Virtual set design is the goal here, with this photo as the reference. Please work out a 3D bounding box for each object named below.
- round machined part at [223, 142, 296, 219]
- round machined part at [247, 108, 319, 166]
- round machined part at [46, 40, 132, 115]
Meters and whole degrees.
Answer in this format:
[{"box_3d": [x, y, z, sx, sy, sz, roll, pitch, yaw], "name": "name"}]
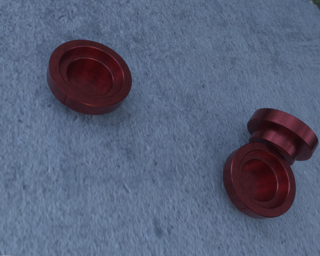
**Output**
[{"box_3d": [0.127, 0.072, 0.413, 0.099, 0.042, 0.098, 8, 66, -18], "name": "round machined part"}, {"box_3d": [0.169, 0.019, 0.446, 0.098, 0.098, 0.042, 38, 76, -3], "name": "round machined part"}, {"box_3d": [-0.088, -0.057, 0.381, 0.099, 0.042, 0.098, 14, 56, -21], "name": "round machined part"}]
